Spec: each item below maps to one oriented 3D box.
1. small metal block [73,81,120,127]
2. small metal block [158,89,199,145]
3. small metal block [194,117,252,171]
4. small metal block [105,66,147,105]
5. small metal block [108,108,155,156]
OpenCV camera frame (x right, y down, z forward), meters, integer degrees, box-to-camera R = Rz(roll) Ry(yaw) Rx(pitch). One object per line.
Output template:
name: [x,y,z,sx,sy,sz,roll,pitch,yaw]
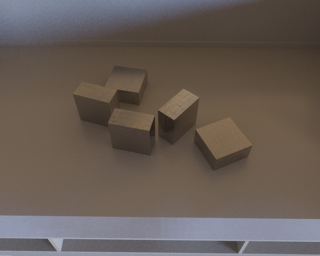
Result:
small metal block: [-0.082,-0.030,0.413,0.050,0.050,0.025,14,52,12]
small metal block: [0.024,-0.014,0.401,0.025,0.050,0.050,33,58,25]
small metal block: [0.078,0.019,0.389,0.050,0.025,0.050,-19,53,-16]
small metal block: [-0.049,-0.064,0.458,0.050,0.025,0.050,9,51,7]
small metal block: [-0.033,0.005,0.384,0.050,0.050,0.025,10,51,8]
